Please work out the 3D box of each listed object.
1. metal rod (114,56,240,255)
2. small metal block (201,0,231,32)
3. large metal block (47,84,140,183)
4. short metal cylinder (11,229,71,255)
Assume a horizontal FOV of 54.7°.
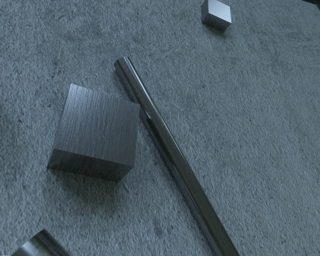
[{"bbox_3d":[0.016,0.035,0.392,0.025,0.025,0.299,-18,71,-35],"label":"metal rod"},{"bbox_3d":[0.108,-0.220,0.599,0.050,0.025,0.050,17,55,-19],"label":"small metal block"},{"bbox_3d":[-0.072,0.008,0.345,0.081,0.050,0.080,16,55,-20],"label":"large metal block"},{"bbox_3d":[-0.103,0.125,0.237,0.050,0.080,0.080,45,51,2],"label":"short metal cylinder"}]
